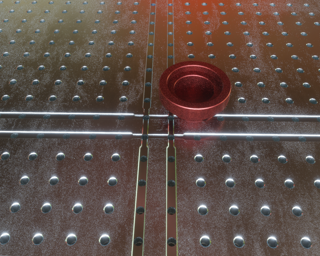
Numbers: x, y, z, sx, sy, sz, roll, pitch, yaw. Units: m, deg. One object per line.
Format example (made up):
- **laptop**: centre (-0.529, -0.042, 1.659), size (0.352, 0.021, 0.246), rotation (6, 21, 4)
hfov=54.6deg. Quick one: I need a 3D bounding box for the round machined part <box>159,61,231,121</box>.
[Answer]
- **round machined part**: centre (0.047, -0.048, 0.437), size (0.099, 0.042, 0.098), rotation (0, 50, 0)
